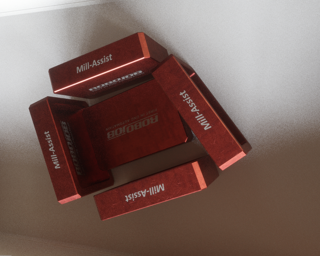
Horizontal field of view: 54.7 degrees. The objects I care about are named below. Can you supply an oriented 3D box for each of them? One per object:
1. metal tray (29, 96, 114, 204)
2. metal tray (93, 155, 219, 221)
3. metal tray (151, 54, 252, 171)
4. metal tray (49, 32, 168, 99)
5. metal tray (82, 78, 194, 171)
[{"bbox_3d":[-0.114,0.026,0.412,0.030,0.090,0.129,-22,83,18],"label":"metal tray"},{"bbox_3d":[-0.001,0.069,0.373,0.130,0.090,0.030,-21,83,18],"label":"metal tray"},{"bbox_3d":[0.051,-0.018,0.356,0.030,0.090,0.130,-38,78,17],"label":"metal tray"},{"bbox_3d":[-0.060,-0.073,0.394,0.130,0.090,0.030,-17,85,19],"label":"metal tray"},{"bbox_3d":[-0.032,-0.004,0.415,0.130,0.030,0.090,-21,83,18],"label":"metal tray"}]
